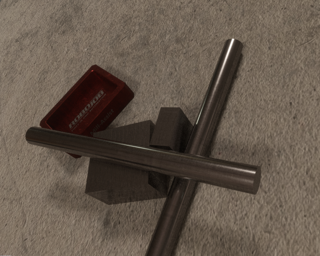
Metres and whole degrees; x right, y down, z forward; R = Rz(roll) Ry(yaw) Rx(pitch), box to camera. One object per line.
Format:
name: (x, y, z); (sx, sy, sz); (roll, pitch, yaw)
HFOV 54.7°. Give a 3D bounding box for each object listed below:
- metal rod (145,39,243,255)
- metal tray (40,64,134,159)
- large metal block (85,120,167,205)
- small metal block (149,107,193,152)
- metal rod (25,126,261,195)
metal rod: (0.046, 0.018, 0.367); (0.025, 0.025, 0.300); (10, 66, 32)
metal tray: (-0.113, -0.029, 0.475); (0.090, 0.030, 0.130); (35, 81, 38)
large metal block: (-0.038, 0.044, 0.380); (0.080, 0.050, 0.080); (-12, 57, 21)
small metal block: (0.016, 0.009, 0.373); (0.025, 0.050, 0.050); (2, 63, 29)
metal rod: (-0.044, 0.028, 0.344); (0.300, 0.025, 0.025); (8, 66, 31)
